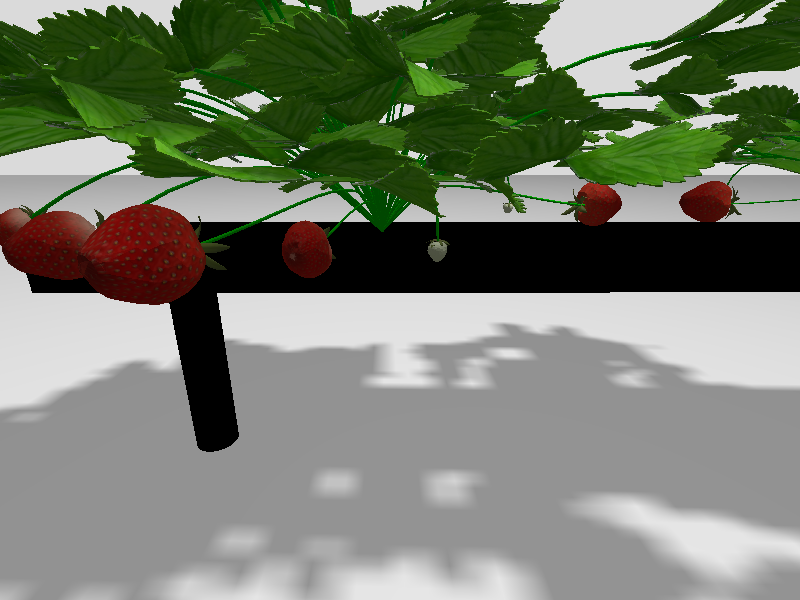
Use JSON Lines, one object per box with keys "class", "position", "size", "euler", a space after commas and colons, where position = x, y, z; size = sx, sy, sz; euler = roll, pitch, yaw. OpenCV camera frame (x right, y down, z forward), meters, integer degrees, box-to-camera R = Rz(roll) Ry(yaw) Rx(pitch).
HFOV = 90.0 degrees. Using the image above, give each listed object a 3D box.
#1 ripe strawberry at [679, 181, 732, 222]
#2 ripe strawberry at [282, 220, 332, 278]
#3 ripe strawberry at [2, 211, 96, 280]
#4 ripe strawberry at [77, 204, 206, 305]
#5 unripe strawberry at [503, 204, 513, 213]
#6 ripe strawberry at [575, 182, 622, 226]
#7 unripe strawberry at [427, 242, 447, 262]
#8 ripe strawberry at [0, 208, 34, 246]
{"class": "ripe strawberry", "position": [0.311, -0.100, 0.410], "size": [0.042, 0.041, 0.039], "euler": [10, 21, 28]}
{"class": "ripe strawberry", "position": [-0.048, -0.025, 0.201], "size": [0.025, 0.029, 0.027], "euler": [4, 20, 11]}
{"class": "ripe strawberry", "position": [-0.169, -0.026, 0.196], "size": [0.038, 0.032, 0.038], "euler": [18, 32, 42]}
{"class": "ripe strawberry", "position": [-0.106, -0.017, 0.165], "size": [0.040, 0.043, 0.043], "euler": [9, 21, 24]}
{"class": "unripe strawberry", "position": [0.120, -0.102, 0.445], "size": [0.010, 0.011, 0.012], "euler": [-14, 23, -35]}
{"class": "ripe strawberry", "position": [0.191, -0.091, 0.382], "size": [0.043, 0.042, 0.040], "euler": [-3, 19, -11]}
{"class": "unripe strawberry", "position": [0.020, -0.026, 0.218], "size": [0.011, 0.011, 0.010], "euler": [-5, 19, -14]}
{"class": "ripe strawberry", "position": [-0.265, -0.049, 0.276], "size": [0.029, 0.025, 0.029], "euler": [-34, 25, -3]}
